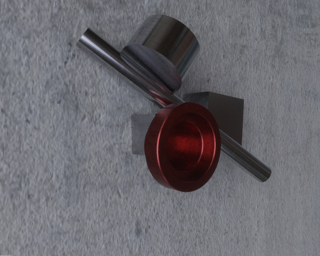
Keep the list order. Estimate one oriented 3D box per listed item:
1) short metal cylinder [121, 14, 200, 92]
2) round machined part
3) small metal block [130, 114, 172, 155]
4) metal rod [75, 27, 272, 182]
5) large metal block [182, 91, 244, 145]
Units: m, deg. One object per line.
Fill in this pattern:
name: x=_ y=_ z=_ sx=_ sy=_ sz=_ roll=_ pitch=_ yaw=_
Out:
short metal cylinder: x=0.001 y=-0.087 z=0.373 sx=0.080 sy=0.080 sz=0.050 roll=45 pitch=63 yaw=-31
round machined part: x=0.021 y=0.020 z=0.351 sx=0.099 sy=0.042 sz=0.097 roll=-2 pitch=93 yaw=-40
small metal block: x=-0.011 y=0.008 z=0.383 sx=0.025 sy=0.050 sz=0.050 roll=-3 pitch=92 yaw=-40
metal rod: x=0.031 y=-0.017 z=0.386 sx=0.301 sy=0.025 sz=0.025 roll=36 pitch=67 yaw=-19
large metal block: x=0.077 y=-0.007 z=0.458 sx=0.081 sy=0.050 sz=0.080 roll=6 pitch=86 yaw=-40
